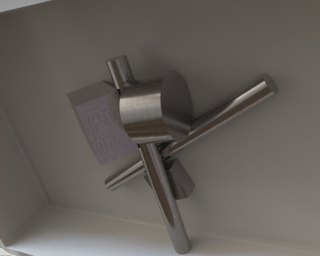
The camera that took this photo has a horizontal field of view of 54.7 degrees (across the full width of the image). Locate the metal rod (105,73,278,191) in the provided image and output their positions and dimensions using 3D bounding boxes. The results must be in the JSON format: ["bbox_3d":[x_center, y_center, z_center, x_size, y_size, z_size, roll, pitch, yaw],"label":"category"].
[{"bbox_3d":[0.017,0.022,0.409,0.025,0.025,0.299,49,128,-7],"label":"metal rod"}]

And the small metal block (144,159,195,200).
[{"bbox_3d":[0.014,0.077,0.446,0.050,0.025,0.050,-23,106,36],"label":"small metal block"}]

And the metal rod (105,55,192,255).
[{"bbox_3d":[-0.007,0.052,0.408,0.025,0.025,0.298,-5,115,30],"label":"metal rod"}]

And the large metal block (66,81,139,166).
[{"bbox_3d":[-0.075,-0.009,0.398,0.080,0.050,0.080,34,145,61],"label":"large metal block"}]

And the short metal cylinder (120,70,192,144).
[{"bbox_3d":[-0.002,-0.022,0.356,0.050,0.080,0.080,-5,116,29],"label":"short metal cylinder"}]
